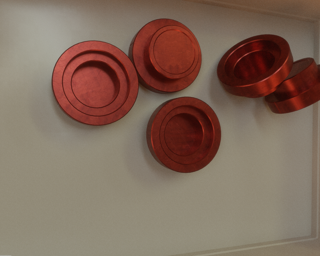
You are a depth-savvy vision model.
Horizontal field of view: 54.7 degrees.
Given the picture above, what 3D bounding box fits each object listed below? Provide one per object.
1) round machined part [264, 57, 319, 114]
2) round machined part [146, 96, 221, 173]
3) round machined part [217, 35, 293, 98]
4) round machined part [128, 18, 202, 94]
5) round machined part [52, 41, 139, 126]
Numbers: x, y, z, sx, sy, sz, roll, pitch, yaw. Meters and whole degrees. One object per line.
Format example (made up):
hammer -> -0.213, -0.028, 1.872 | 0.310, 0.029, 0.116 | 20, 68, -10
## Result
round machined part -> 0.196, -0.065, 0.446 | 0.098, 0.098, 0.042 | -38, 103, -16
round machined part -> 0.028, 0.008, 0.413 | 0.099, 0.042, 0.097 | 0, 90, -21
round machined part -> 0.132, -0.080, 0.428 | 0.098, 0.098, 0.042 | -51, 131, -13
round machined part -> 0.011, -0.095, 0.407 | 0.099, 0.042, 0.097 | 0, 90, -21
round machined part -> -0.079, -0.051, 0.373 | 0.099, 0.042, 0.097 | 0, 90, -21
